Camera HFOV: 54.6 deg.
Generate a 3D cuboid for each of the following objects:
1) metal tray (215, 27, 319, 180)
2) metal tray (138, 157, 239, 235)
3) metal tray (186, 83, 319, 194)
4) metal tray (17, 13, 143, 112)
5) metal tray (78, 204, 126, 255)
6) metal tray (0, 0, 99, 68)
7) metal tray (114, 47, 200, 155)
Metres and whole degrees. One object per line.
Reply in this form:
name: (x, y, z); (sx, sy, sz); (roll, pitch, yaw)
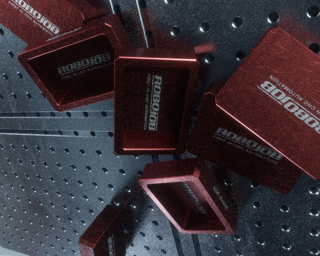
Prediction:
metal tray: (0.132, -0.024, 0.303); (0.130, 0.030, 0.090); (38, 106, 3)
metal tray: (0.042, 0.098, 0.425); (0.090, 0.030, 0.130); (-12, 127, 33)
metal tray: (0.105, 0.012, 0.361); (0.130, 0.030, 0.089); (24, 127, 14)
metal tray: (-0.094, -0.075, 0.381); (0.130, 0.030, 0.090); (-12, 127, 20)
metal tray: (-0.098, 0.214, 0.553); (0.030, 0.090, 0.129); (14, 124, 21)
metal tray: (-0.151, -0.147, 0.398); (0.130, 0.030, 0.089); (38, 129, 2)
metal tray: (-0.009, -0.027, 0.368); (0.091, 0.030, 0.129); (0, 125, -9)
